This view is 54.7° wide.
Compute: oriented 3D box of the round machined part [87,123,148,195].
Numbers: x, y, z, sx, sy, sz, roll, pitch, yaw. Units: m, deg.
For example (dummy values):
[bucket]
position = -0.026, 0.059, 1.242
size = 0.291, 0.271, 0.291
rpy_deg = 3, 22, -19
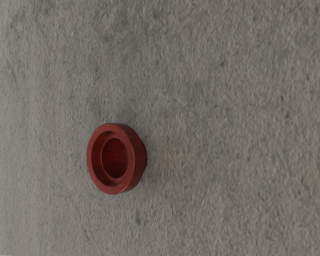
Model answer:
[round machined part]
position = -0.057, 0.042, 0.438
size = 0.098, 0.042, 0.097
rpy_deg = 0, 90, 39
